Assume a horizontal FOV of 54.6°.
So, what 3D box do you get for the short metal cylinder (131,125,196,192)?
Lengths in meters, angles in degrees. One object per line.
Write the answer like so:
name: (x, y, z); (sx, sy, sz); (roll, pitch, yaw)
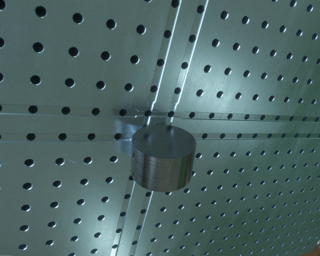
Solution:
short metal cylinder: (0.004, 0.037, 0.400); (0.081, 0.080, 0.050); (-9, 123, -24)
